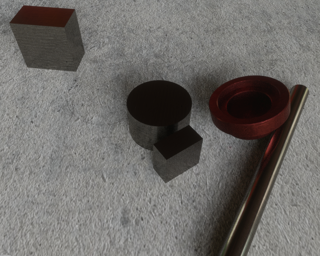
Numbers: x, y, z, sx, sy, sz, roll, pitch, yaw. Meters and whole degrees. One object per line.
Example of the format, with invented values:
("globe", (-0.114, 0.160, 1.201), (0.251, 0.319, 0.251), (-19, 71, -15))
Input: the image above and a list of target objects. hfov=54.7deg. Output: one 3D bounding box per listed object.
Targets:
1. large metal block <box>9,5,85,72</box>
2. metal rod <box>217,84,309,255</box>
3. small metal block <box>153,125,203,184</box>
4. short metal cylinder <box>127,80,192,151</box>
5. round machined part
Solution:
("large metal block", (-0.170, -0.138, 0.481), (0.080, 0.080, 0.050), (6, 50, 4))
("metal rod", (0.128, 0.046, 0.365), (0.025, 0.025, 0.301), (24, 54, 18))
("small metal block", (0.020, 0.031, 0.361), (0.050, 0.050, 0.025), (-28, 56, -22))
("short metal cylinder", (-0.001, -0.017, 0.401), (0.081, 0.050, 0.080), (0, 50, 0))
("round machined part", (0.116, -0.023, 0.401), (0.098, 0.042, 0.098), (-12, 41, 11))
